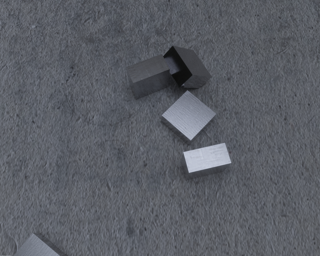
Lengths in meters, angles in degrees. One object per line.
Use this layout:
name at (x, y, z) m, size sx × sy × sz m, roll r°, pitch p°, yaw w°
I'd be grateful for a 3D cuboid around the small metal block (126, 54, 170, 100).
small metal block at (-0.016, -0.068, 0.419) m, size 0.050 × 0.050 × 0.025 m, roll -22°, pitch 72°, yaw -8°

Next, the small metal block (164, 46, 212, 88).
small metal block at (0.037, -0.082, 0.423) m, size 0.050 × 0.025 × 0.050 m, roll -8°, pitch 62°, yaw -52°

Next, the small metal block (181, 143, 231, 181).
small metal block at (0.054, 0.042, 0.380) m, size 0.050 × 0.050 × 0.025 m, roll -12°, pitch 71°, yaw -5°

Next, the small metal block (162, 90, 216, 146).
small metal block at (0.038, -0.013, 0.413) m, size 0.050 × 0.025 × 0.050 m, roll 42°, pitch 75°, yaw 13°

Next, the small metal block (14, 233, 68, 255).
small metal block at (-0.139, 0.156, 0.350) m, size 0.050 × 0.025 × 0.050 m, roll 34°, pitch 73°, yaw 11°
